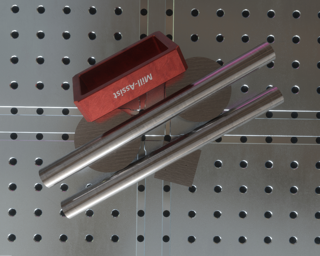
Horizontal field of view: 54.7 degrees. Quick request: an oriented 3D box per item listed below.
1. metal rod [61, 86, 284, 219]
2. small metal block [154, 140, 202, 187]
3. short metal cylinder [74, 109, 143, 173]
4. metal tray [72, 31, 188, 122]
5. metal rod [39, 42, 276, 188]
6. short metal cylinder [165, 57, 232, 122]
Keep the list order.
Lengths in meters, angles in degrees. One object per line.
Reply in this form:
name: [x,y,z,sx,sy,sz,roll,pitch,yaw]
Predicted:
metal rod: [0.016,0.030,0.387,0.301,0.025,0.025,-29,90,-1]
small metal block: [0.023,0.046,0.413,0.050,0.025,0.050,15,90,-1]
short metal cylinder: [-0.064,0.014,0.400,0.081,0.050,0.079,0,90,-1]
metal tray: [-0.041,-0.067,0.379,0.130,0.090,0.030,-29,122,-1]
metal rod: [-0.003,-0.016,0.362,0.301,0.025,0.025,-30,90,-1]
short metal cylinder: [0.047,-0.047,0.402,0.081,0.050,0.079,0,90,-1]
